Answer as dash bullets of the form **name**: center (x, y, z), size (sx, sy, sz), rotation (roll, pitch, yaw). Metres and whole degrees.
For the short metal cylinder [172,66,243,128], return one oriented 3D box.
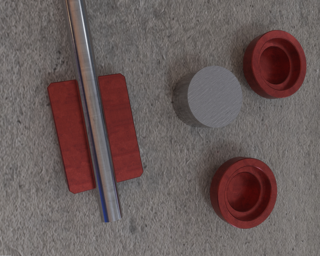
- **short metal cylinder**: center (0.063, -0.040, 0.420), size (0.081, 0.050, 0.079), rotation (0, 90, -21)

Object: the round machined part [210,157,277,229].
- **round machined part**: center (0.114, 0.089, 0.444), size (0.099, 0.042, 0.097), rotation (0, 90, -21)

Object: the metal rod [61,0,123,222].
- **metal rod**: center (-0.079, -0.043, 0.347), size (0.025, 0.025, 0.298), rotation (-11, 94, -20)

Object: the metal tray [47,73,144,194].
- **metal tray**: center (-0.078, 0.005, 0.378), size (0.091, 0.030, 0.129), rotation (-12, 94, -20)

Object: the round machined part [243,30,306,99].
- **round machined part**: center (0.165, -0.092, 0.463), size (0.099, 0.042, 0.097), rotation (0, 90, -21)
